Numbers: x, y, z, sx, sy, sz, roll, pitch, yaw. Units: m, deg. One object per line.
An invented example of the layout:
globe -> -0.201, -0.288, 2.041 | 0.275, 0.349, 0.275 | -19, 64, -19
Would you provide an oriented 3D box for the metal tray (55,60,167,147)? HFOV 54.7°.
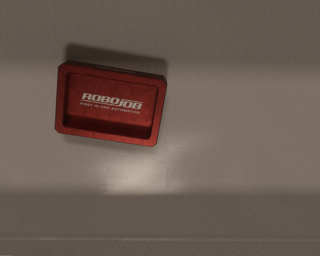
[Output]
metal tray -> -0.062, -0.031, 0.396 | 0.131, 0.030, 0.089 | 9, 110, -4
